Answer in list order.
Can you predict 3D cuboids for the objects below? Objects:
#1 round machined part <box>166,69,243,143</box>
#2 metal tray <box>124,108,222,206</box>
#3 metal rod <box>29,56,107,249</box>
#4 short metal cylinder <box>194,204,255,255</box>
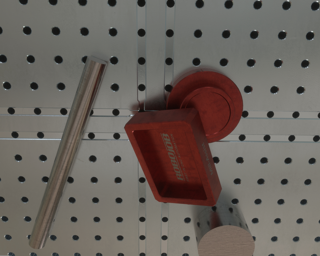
[{"bbox_3d":[0.058,-0.024,0.396,0.099,0.042,0.097,0,110,0],"label":"round machined part"},{"bbox_3d":[0.019,0.040,0.397,0.090,0.030,0.129,-4,121,31],"label":"metal tray"},{"bbox_3d":[-0.133,0.047,0.428,0.025,0.025,0.298,21,109,-8],"label":"metal rod"},{"bbox_3d":[0.094,0.162,0.461,0.081,0.050,0.079,0,110,-1],"label":"short metal cylinder"}]
